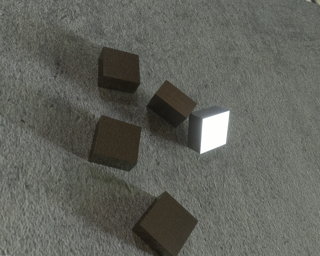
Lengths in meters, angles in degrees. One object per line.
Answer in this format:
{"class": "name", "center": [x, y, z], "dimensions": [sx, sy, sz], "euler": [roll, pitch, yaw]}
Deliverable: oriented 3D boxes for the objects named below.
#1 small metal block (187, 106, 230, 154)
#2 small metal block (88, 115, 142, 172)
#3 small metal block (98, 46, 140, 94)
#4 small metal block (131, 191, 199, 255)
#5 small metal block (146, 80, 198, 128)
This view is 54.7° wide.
{"class": "small metal block", "center": [0.065, 0.001, 0.419], "dimensions": [0.050, 0.050, 0.025], "euler": [-17, 30, -35]}
{"class": "small metal block", "center": [-0.052, 0.018, 0.364], "dimensions": [0.050, 0.025, 0.050], "euler": [17, 55, -18]}
{"class": "small metal block", "center": [-0.056, -0.078, 0.421], "dimensions": [0.050, 0.025, 0.050], "euler": [9, 58, -24]}
{"class": "small metal block", "center": [0.006, 0.107, 0.341], "dimensions": [0.050, 0.025, 0.050], "euler": [43, 51, 1]}
{"class": "small metal block", "center": [0.015, -0.030, 0.410], "dimensions": [0.050, 0.050, 0.025], "euler": [38, 69, -3]}
